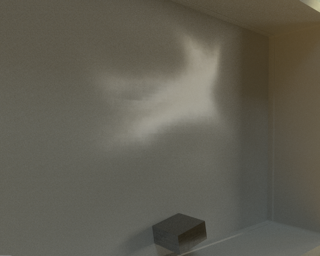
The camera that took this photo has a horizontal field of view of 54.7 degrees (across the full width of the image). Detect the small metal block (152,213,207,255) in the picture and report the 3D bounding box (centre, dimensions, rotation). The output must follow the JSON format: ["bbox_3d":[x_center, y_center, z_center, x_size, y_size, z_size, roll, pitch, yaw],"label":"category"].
[{"bbox_3d":[0.026,0.140,0.415,0.050,0.050,0.025,-13,99,-40],"label":"small metal block"}]
